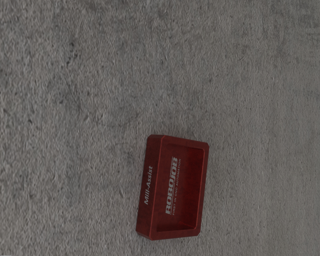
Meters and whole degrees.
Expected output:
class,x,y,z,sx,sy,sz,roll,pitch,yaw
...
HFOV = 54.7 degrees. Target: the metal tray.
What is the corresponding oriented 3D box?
class,x,y,z,sx,sy,sz,roll,pitch,yaw
metal tray,0.020,0.078,0.417,0.091,0.030,0.129,12,83,-39
